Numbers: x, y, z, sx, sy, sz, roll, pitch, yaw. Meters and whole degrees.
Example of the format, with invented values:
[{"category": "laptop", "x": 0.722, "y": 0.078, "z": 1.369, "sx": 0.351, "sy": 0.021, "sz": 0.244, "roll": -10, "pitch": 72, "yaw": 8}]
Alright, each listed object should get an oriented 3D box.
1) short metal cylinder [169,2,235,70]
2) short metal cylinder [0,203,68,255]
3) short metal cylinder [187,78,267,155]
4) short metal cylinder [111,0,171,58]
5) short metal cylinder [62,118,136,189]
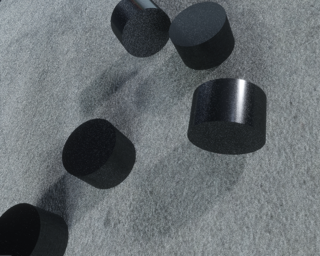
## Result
[{"category": "short metal cylinder", "x": 0.059, "y": -0.129, "z": 0.435, "sx": 0.080, "sy": 0.050, "sz": 0.080, "roll": -13, "pitch": 56, "yaw": 20}, {"category": "short metal cylinder", "x": -0.163, "y": 0.140, "z": 0.386, "sx": 0.080, "sy": 0.050, "sz": 0.080, "roll": -13, "pitch": 56, "yaw": 20}, {"category": "short metal cylinder", "x": 0.073, "y": -0.010, "z": 0.336, "sx": 0.080, "sy": 0.080, "sz": 0.050, "roll": -3, "pitch": 61, "yaw": 26}, {"category": "short metal cylinder", "x": -0.029, "y": -0.157, "z": 0.479, "sx": 0.080, "sy": 0.080, "sz": 0.050, "roll": -36, "pitch": 51, "yaw": 4}, {"category": "short metal cylinder", "x": -0.079, "y": 0.034, "z": 0.407, "sx": 0.080, "sy": 0.050, "sz": 0.080, "roll": -13, "pitch": 56, "yaw": 20}]
